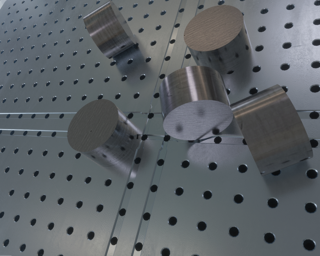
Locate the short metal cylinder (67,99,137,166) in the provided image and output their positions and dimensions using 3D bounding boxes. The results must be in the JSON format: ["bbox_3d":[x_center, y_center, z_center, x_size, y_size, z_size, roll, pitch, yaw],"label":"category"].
[{"bbox_3d":[-0.079,0.007,0.430,0.080,0.050,0.080,-13,56,21],"label":"short metal cylinder"}]

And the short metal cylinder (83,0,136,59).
[{"bbox_3d":[-0.082,-0.163,0.516,0.050,0.080,0.080,-28,52,11],"label":"short metal cylinder"}]

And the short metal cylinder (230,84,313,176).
[{"bbox_3d":[0.110,0.003,0.313,0.050,0.080,0.080,-24,53,13],"label":"short metal cylinder"}]

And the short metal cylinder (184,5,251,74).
[{"bbox_3d":[0.079,-0.120,0.424,0.080,0.050,0.080,-13,56,21],"label":"short metal cylinder"}]

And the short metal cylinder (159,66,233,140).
[{"bbox_3d":[0.041,-0.027,0.368,0.080,0.080,0.050,-19,55,17],"label":"short metal cylinder"}]
